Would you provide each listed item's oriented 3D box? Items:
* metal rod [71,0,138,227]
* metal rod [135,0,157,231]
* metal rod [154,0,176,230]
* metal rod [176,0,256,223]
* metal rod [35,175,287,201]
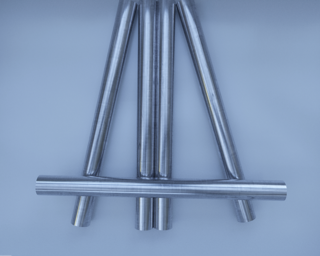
[{"bbox_3d":[-0.073,-0.020,0.410,0.025,0.025,0.298,12,90,0],"label":"metal rod"},{"bbox_3d":[-0.018,-0.017,0.410,0.025,0.025,0.298,1,90,0],"label":"metal rod"},{"bbox_3d":[0.006,-0.018,0.410,0.025,0.025,0.298,1,90,0],"label":"metal rod"},{"bbox_3d":[0.074,-0.023,0.411,0.025,0.025,0.298,-16,90,0],"label":"metal rod"},{"bbox_3d":[0.002,0.074,0.384,0.302,0.025,0.025,1,90,0],"label":"metal rod"}]
